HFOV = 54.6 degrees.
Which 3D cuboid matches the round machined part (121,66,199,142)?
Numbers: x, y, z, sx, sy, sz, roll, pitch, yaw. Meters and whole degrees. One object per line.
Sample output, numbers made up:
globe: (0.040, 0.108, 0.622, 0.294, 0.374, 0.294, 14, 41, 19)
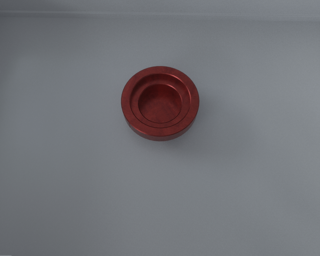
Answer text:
round machined part: (0.000, -0.028, 0.408, 0.099, 0.042, 0.098, 0, 70, 0)
